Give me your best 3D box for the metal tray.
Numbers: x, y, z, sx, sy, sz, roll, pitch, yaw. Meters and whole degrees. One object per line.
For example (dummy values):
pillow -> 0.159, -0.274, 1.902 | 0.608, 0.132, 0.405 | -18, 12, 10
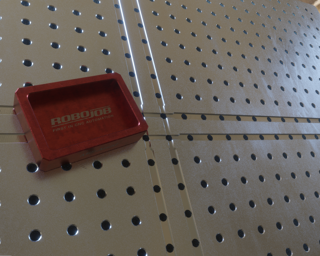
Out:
metal tray -> -0.090, -0.013, 0.365 | 0.131, 0.030, 0.090 | -17, 71, -35
